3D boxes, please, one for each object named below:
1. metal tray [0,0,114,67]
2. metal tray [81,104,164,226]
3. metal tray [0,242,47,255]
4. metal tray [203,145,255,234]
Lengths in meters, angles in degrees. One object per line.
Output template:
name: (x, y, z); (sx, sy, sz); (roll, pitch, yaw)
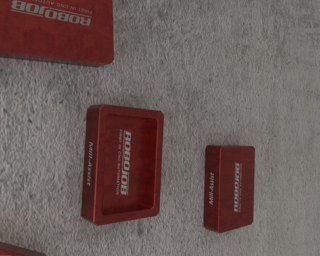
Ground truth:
metal tray: (-0.111, -0.113, 0.308); (0.131, 0.030, 0.089); (-3, 92, -40)
metal tray: (-0.041, 0.041, 0.366); (0.091, 0.030, 0.129); (4, 87, -40)
metal tray: (-0.161, 0.168, 0.266); (0.090, 0.030, 0.130); (36, 68, -34)
metal tray: (0.112, 0.093, 0.495); (0.091, 0.030, 0.129); (3, 88, -40)
